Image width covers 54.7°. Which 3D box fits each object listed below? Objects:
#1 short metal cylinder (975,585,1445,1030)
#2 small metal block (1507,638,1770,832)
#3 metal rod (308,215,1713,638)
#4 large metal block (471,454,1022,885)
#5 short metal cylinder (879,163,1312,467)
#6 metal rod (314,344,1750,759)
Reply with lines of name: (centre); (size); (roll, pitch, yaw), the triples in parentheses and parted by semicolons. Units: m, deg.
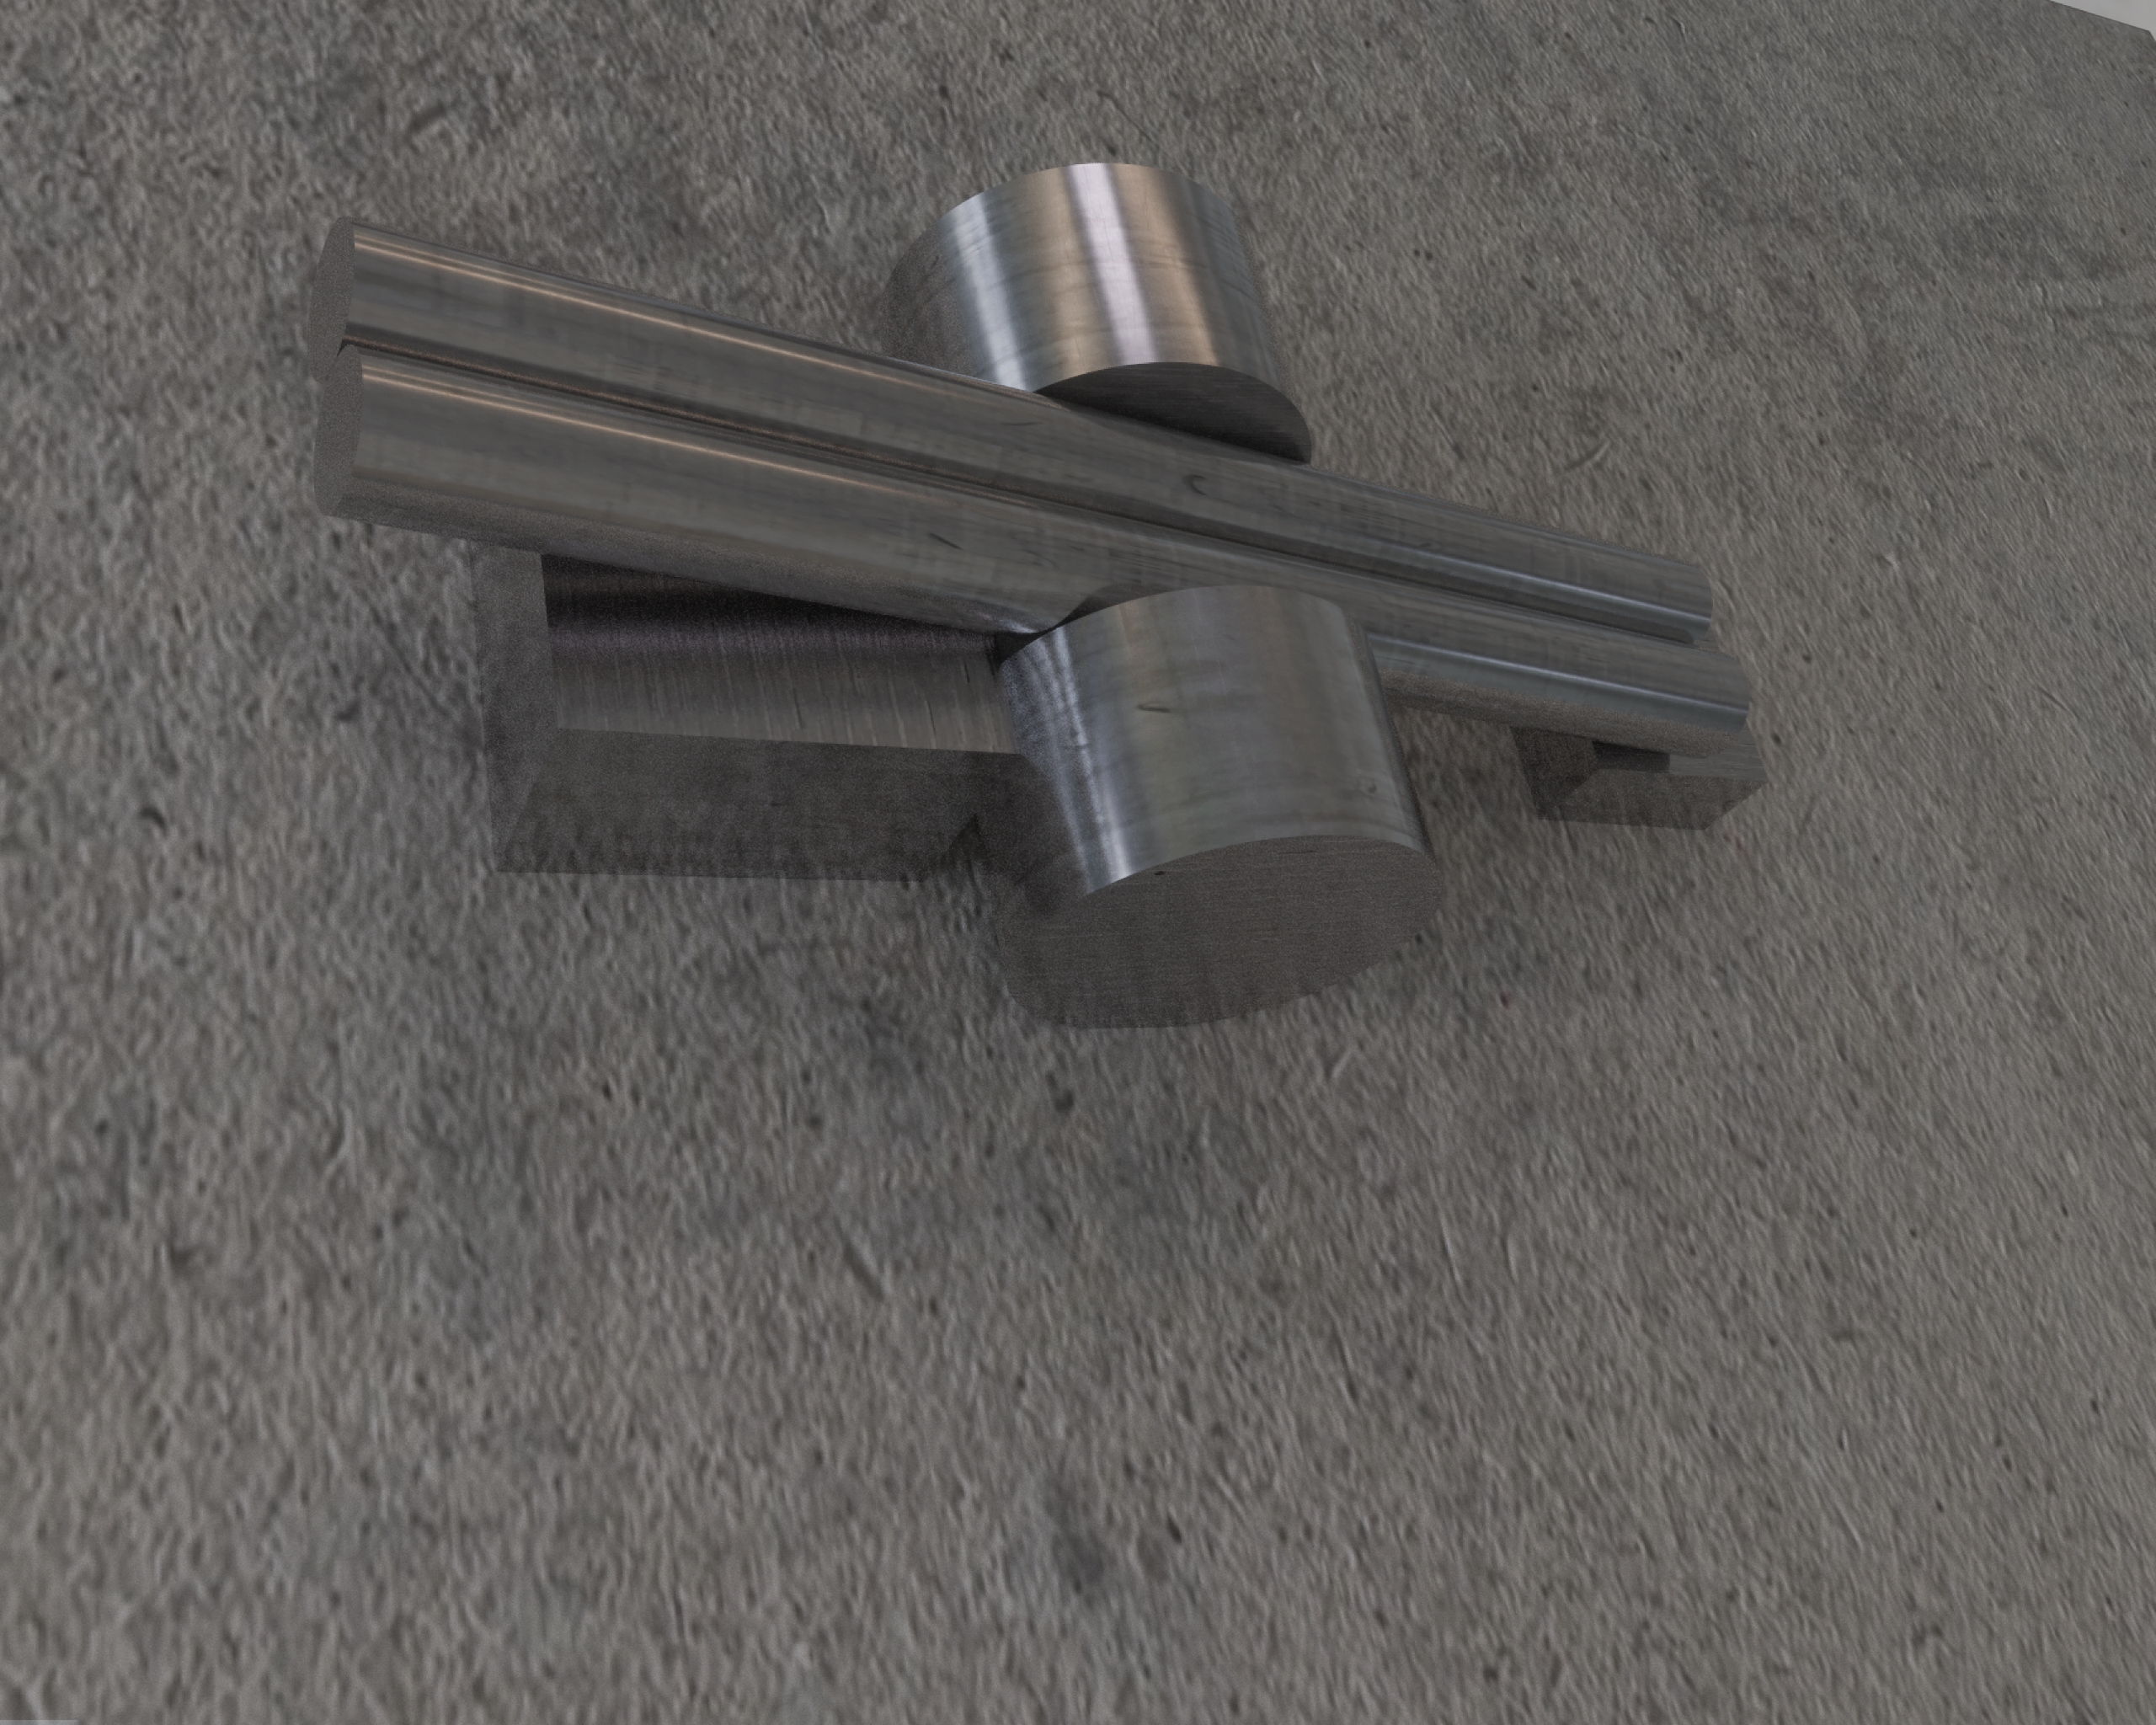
short metal cylinder: (0.022, -0.008, 0.386); (0.081, 0.080, 0.050); (1, 61, -28)
small metal block: (0.130, -0.036, 0.497); (0.050, 0.025, 0.050); (3, 61, -27)
metal rod: (0.012, -0.071, 0.398); (0.302, 0.025, 0.025); (6, 59, -34)
large metal block: (-0.064, -0.043, 0.382); (0.081, 0.050, 0.080); (2, 61, -27)
short metal cylinder: (0.003, -0.096, 0.430); (0.081, 0.080, 0.050); (1, 61, -28)
metal rod: (0.017, -0.049, 0.387); (0.302, 0.025, 0.025); (6, 59, -34)
